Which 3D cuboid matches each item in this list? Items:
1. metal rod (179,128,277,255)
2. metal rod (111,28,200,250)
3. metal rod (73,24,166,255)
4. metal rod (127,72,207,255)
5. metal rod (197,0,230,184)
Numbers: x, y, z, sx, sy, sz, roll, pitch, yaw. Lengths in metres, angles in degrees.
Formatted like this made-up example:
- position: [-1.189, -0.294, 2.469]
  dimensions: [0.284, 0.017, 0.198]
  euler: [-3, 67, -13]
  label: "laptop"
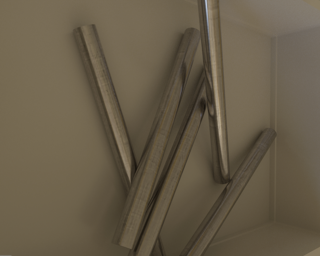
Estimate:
- position: [0.120, 0.089, 0.484]
  dimensions: [0.302, 0.025, 0.025]
  euler: [-43, 116, -39]
  label: "metal rod"
- position: [0.004, -0.005, 0.386]
  dimensions: [0.025, 0.025, 0.300]
  euler: [36, 61, -34]
  label: "metal rod"
- position: [-0.043, 0.031, 0.370]
  dimensions: [0.025, 0.025, 0.298]
  euler: [-26, 106, -37]
  label: "metal rod"
- position: [0.028, 0.029, 0.408]
  dimensions: [0.025, 0.025, 0.300]
  euler: [42, 58, -32]
  label: "metal rod"
- position: [0.075, -0.047, 0.417]
  dimensions: [0.025, 0.025, 0.298]
  euler: [-34, 127, -35]
  label: "metal rod"
